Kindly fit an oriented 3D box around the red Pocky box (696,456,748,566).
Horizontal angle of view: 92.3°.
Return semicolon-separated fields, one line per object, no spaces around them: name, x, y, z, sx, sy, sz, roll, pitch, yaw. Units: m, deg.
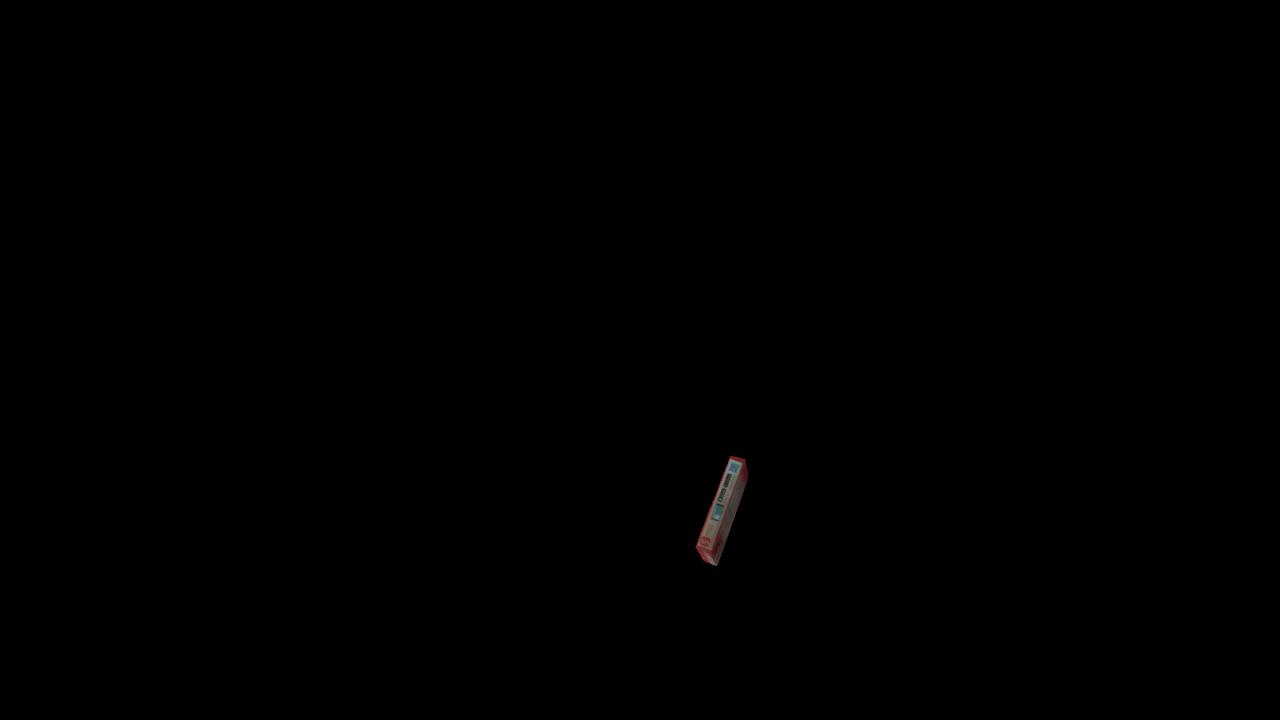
red Pocky box;0.129;0.234;0.953;0.028;0.155;0.083;15;-26;23
